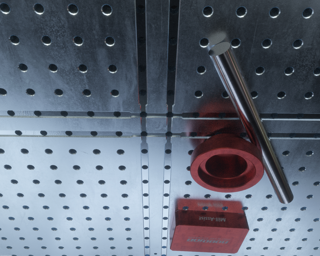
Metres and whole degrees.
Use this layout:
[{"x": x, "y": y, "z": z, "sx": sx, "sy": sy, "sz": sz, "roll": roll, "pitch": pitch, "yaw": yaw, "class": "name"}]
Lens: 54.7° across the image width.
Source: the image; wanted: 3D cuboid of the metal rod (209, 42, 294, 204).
[{"x": 0.136, "y": 0.014, "z": 0.424, "sx": 0.025, "sy": 0.025, "sz": 0.300, "roll": -22, "pitch": 127, "yaw": 18, "class": "metal rod"}]

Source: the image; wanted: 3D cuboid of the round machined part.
[{"x": 0.092, "y": 0.045, "z": 0.434, "sx": 0.099, "sy": 0.042, "sz": 0.097, "roll": 4, "pitch": 134, "yaw": 5, "class": "round machined part"}]

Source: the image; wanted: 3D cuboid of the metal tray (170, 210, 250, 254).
[{"x": 0.088, "y": 0.195, "z": 0.575, "sx": 0.131, "sy": 0.030, "sz": 0.089, "roll": 4, "pitch": 130, "yaw": -4, "class": "metal tray"}]
